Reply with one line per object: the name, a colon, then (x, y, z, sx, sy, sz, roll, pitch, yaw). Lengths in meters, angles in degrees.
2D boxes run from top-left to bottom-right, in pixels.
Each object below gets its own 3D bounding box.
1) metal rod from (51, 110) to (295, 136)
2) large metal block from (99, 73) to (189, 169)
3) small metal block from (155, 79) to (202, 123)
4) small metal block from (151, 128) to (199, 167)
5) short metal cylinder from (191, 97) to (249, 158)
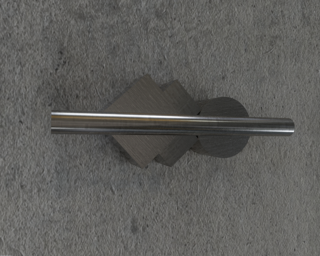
metal rod: (0.031, -0.004, 0.367, 0.302, 0.025, 0.025, 1, 90, -20)
large metal block: (-0.026, -0.008, 0.386, 0.080, 0.050, 0.080, -44, 104, -15)
small metal block: (0.019, -0.033, 0.405, 0.025, 0.050, 0.050, -44, 105, -14)
small metal block: (0.015, 0.022, 0.404, 0.050, 0.050, 0.025, -44, 104, -15)
short metal cylinder: (0.075, -0.001, 0.424, 0.081, 0.050, 0.080, 0, 90, -20)
